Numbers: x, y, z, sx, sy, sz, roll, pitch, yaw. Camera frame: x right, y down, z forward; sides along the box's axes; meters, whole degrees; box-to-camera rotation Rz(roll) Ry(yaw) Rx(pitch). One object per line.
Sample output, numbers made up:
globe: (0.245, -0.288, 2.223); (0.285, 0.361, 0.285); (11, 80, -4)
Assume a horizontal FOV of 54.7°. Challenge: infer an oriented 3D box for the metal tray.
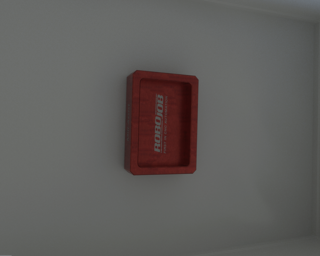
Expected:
metal tray: (0.002, -0.006, 0.406); (0.091, 0.030, 0.129); (2, 89, -21)
